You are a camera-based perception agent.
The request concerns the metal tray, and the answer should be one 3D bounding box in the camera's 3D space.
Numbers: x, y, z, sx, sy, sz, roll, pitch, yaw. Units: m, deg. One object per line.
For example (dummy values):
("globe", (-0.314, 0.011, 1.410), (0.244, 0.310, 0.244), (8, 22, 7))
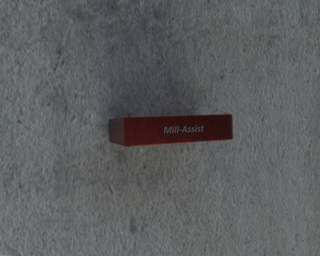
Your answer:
("metal tray", (0.011, 0.001, 0.379), (0.131, 0.090, 0.030), (-3, 91, -20))
